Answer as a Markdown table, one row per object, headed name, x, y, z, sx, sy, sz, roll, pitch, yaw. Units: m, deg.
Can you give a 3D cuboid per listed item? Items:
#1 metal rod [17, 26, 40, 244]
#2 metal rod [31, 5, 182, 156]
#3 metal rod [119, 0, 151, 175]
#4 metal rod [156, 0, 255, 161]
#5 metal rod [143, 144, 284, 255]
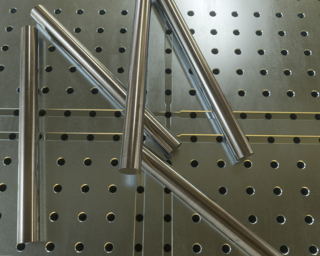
| name | x | y | z | sx | sy | sz | roll | pitch | yaw |
| --- | --- | --- | --- | --- | --- | --- | --- | --- | --- |
| metal rod | -0.174 | -0.006 | 0.411 | 0.025 | 0.025 | 0.299 | -7 | 70 | -3 |
| metal rod | -0.083 | -0.075 | 0.437 | 0.025 | 0.025 | 0.300 | -42 | 76 | -14 |
| metal rod | -0.029 | -0.083 | 0.421 | 0.025 | 0.025 | 0.299 | 2 | 62 | 0 |
| metal rod | 0.054 | -0.093 | 0.446 | 0.025 | 0.025 | 0.299 | -21 | 72 | -8 |
| metal rod | 0.083 | 0.116 | 0.370 | 0.300 | 0.025 | 0.025 | 38 | 74 | 12 |
